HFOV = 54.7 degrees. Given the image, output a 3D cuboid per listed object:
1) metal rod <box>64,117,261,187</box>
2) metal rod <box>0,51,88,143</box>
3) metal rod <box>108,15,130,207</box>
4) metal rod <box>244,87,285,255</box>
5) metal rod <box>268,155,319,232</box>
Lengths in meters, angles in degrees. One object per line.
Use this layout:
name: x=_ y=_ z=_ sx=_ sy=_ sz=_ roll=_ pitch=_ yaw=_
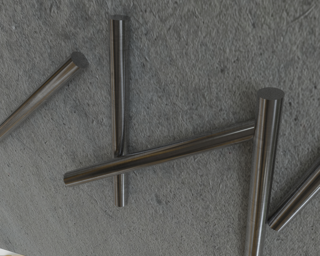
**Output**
metal rod: x=-0.013 y=0.039 z=0.414 sx=0.300 sy=0.025 sz=0.025 roll=-18 pitch=109 yaw=27
metal rod: x=-0.211 y=-0.034 z=0.497 sx=0.299 sy=0.025 sz=0.025 roll=-28 pitch=103 yaw=37
metal rod: x=-0.056 y=-0.002 z=0.435 sx=0.025 sy=0.025 sz=0.298 roll=17 pitch=125 yaw=18
metal rod: x=0.121 y=0.088 z=0.379 sx=0.025 sy=0.025 sz=0.298 roll=10 pitch=128 yaw=23
metal rod: x=0.192 y=0.013 z=0.313 sx=0.025 sy=0.025 sz=0.298 roll=28 pitch=128 yaw=10
